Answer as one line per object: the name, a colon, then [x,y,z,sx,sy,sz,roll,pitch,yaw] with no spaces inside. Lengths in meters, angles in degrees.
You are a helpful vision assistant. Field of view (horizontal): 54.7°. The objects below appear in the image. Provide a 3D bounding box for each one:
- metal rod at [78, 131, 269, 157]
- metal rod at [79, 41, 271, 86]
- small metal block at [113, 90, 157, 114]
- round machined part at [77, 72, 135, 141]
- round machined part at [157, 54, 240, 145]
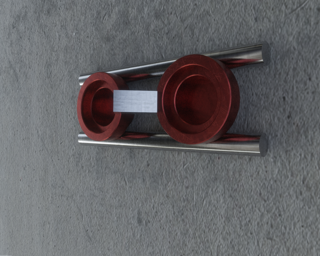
metal rod: [-0.009,0.017,0.413,0.300,0.025,0.025,0,90,40]
metal rod: [-0.007,-0.077,0.412,0.300,0.025,0.025,0,90,40]
small metal block: [-0.031,-0.031,0.382,0.050,0.050,0.025,178,93,-83]
round machined part: [-0.074,-0.030,0.451,0.098,0.042,0.097,0,90,40]
round machined part: [0.046,-0.031,0.351,0.098,0.042,0.097,0,90,40]
